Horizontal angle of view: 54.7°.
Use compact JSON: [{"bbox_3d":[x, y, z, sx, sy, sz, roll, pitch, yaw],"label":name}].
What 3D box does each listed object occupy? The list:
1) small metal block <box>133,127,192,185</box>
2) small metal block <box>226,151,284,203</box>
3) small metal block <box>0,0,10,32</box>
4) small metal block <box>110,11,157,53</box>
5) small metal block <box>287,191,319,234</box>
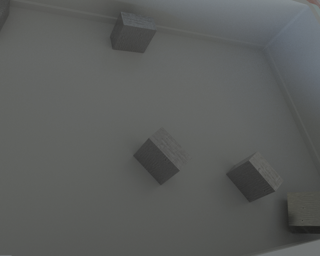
[{"bbox_3d":[0.002,0.034,0.369,0.050,0.050,0.025,46,51,4],"label":"small metal block"},{"bbox_3d":[0.126,0.066,0.417,0.025,0.050,0.050,-34,81,-38],"label":"small metal block"},{"bbox_3d":[-0.217,-0.141,0.375,0.050,0.025,0.050,17,55,-19],"label":"small metal block"},{"bbox_3d":[-0.040,-0.138,0.452,0.050,0.050,0.025,0,62,-28],"label":"small metal block"},{"bbox_3d":[0.204,0.116,0.425,0.025,0.050,0.050,56,37,-40],"label":"small metal block"}]
